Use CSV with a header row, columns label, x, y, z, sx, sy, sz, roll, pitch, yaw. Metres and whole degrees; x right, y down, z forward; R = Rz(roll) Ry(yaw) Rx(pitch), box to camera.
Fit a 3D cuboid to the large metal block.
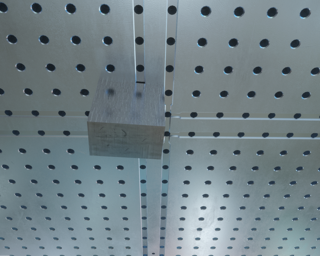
label,x,y,z,sx,sy,sz,roll,pitch,yaw
large metal block,-0.037,-0.011,0.366,0.081,0.080,0.050,4,130,-4
